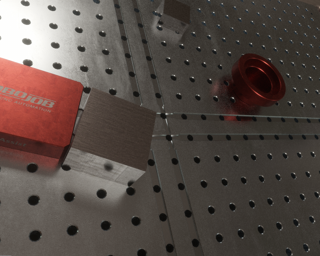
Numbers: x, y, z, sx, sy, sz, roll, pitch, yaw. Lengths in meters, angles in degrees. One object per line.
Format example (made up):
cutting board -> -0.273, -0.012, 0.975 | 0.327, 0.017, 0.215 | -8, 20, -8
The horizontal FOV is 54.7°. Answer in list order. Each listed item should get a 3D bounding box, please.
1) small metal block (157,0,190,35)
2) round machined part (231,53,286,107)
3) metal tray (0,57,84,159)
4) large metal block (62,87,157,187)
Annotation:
small metal block -> 0.025, -0.199, 0.545 | 0.050, 0.025, 0.050 | 18, 55, -19
round machined part -> 0.164, -0.078, 0.536 | 0.099, 0.042, 0.098 | 14, 56, -21
metal tray -> -0.158, -0.026, 0.336 | 0.131, 0.030, 0.090 | 16, 55, -19
large metal block -> -0.056, 0.012, 0.356 | 0.080, 0.050, 0.080 | 21, 54, -16
